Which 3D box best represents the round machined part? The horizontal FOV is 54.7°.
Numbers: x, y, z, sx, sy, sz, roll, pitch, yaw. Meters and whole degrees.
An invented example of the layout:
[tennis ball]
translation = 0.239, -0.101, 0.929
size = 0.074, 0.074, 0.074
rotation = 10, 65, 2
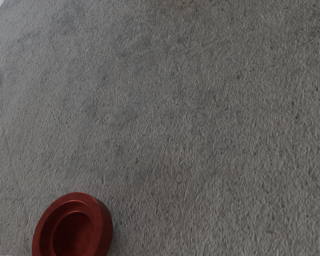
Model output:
[round machined part]
translation = -0.097, 0.129, 0.365
size = 0.098, 0.042, 0.098
rotation = -13, 56, 21
